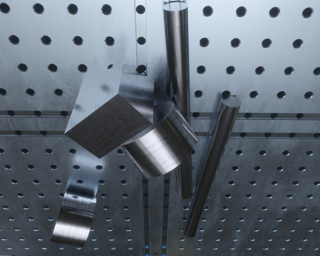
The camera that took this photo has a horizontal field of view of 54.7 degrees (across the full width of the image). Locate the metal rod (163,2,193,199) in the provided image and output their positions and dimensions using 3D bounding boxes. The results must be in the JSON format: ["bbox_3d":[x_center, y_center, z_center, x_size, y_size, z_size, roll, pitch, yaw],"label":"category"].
[{"bbox_3d":[0.028,-0.008,0.404,0.025,0.025,0.298,-4,130,3],"label":"metal rod"}]

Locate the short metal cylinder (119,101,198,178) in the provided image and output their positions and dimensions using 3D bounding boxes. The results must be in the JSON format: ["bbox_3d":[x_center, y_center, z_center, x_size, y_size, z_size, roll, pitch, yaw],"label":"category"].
[{"bbox_3d":[-0.004,0.012,0.363,0.080,0.080,0.050,-28,110,22],"label":"short metal cylinder"}]

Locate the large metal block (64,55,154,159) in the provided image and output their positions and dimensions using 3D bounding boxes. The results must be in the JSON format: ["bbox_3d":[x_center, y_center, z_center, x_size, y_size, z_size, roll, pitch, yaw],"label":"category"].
[{"bbox_3d":[-0.054,-0.025,0.354,0.080,0.080,0.050,-33,123,24],"label":"large metal block"}]

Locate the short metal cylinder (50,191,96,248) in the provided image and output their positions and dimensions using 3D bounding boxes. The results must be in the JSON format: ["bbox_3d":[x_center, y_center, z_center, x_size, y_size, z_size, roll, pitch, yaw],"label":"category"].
[{"bbox_3d":[-0.139,0.146,0.499,0.050,0.080,0.079,17,128,-14],"label":"short metal cylinder"}]

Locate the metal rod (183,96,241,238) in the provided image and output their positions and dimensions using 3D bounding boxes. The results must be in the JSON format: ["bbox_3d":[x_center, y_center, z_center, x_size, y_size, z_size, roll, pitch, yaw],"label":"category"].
[{"bbox_3d":[0.071,0.080,0.479,0.025,0.025,0.298,5,130,-4],"label":"metal rod"}]
